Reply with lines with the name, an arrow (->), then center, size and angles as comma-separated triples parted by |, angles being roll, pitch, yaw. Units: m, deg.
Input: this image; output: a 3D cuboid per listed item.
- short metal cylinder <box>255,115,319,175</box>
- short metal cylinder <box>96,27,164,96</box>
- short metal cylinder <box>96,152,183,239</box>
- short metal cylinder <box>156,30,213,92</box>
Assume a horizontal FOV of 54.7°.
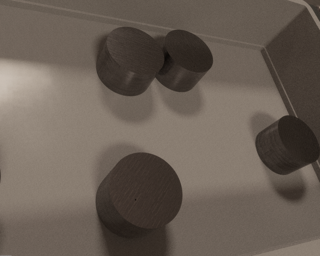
short metal cylinder -> 0.198, 0.027, 0.483 | 0.081, 0.050, 0.080 | 14, 56, -21
short metal cylinder -> -0.041, -0.090, 0.424 | 0.081, 0.050, 0.080 | 14, 56, -21
short metal cylinder -> -0.023, 0.073, 0.334 | 0.081, 0.050, 0.080 | 14, 56, -21
short metal cylinder -> 0.033, -0.102, 0.471 | 0.081, 0.050, 0.080 | 14, 56, -21
